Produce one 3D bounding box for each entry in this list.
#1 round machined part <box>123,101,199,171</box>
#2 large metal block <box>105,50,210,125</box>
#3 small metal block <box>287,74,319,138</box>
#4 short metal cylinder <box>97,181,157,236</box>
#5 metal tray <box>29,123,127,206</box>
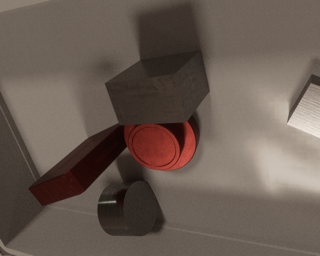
[{"bbox_3d":[-0.002,0.015,0.398,0.098,0.042,0.097,8,118,15],"label":"round machined part"},{"bbox_3d":[0.001,-0.045,0.344,0.080,0.080,0.050,-2,117,29],"label":"large metal block"},{"bbox_3d":[0.164,-0.019,0.310,0.050,0.025,0.050,25,127,12],"label":"small metal block"},{"bbox_3d":[-0.048,0.123,0.473,0.050,0.080,0.080,-12,112,33],"label":"short metal cylinder"},{"bbox_3d":[-0.101,0.045,0.420,0.090,0.131,0.030,-23,106,36],"label":"metal tray"}]
